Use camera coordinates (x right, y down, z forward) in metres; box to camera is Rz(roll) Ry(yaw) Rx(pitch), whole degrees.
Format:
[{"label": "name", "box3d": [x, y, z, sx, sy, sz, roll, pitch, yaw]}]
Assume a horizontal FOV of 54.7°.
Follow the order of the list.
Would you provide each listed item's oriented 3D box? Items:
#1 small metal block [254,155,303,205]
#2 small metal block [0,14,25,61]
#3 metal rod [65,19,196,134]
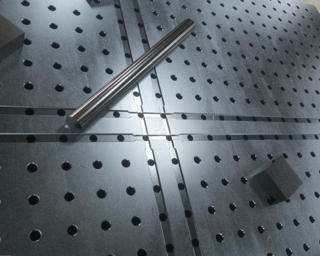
[{"label": "small metal block", "box3d": [0.176, 0.076, 0.459, 0.050, 0.025, 0.050, -27, 77, -37]}, {"label": "small metal block", "box3d": [-0.200, -0.109, 0.367, 0.050, 0.025, 0.050, 37, 51, -4]}, {"label": "metal rod", "box3d": [-0.024, -0.092, 0.452, 0.025, 0.025, 0.301, 41, 51, -1]}]
